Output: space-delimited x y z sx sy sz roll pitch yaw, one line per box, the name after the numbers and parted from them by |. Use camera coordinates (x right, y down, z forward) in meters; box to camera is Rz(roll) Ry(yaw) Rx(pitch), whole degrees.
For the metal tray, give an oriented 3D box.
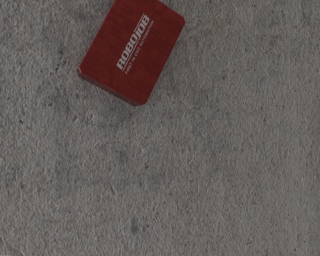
-0.035 -0.104 0.393 0.090 0.030 0.130 28 81 -18 | metal tray
